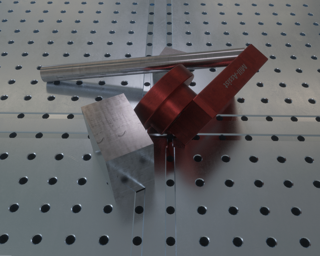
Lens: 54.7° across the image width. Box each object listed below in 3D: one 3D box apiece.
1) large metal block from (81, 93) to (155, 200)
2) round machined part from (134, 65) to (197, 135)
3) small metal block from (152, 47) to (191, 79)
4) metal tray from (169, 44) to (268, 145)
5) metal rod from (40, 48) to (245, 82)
[{"bbox_3d":[-0.046,0.022,0.353,0.050,0.080,0.080,-21,53,-16],"label":"large metal block"},{"bbox_3d":[0.010,-0.029,0.390,0.042,0.098,0.098,43,60,4],"label":"round machined part"},{"bbox_3d":[0.021,-0.099,0.491,0.050,0.025,0.050,19,53,15],"label":"small metal block"},{"bbox_3d":[0.075,-0.043,0.398,0.030,0.090,0.131,44,60,4],"label":"metal tray"},{"bbox_3d":[-0.029,-0.092,0.459,0.302,0.025,0.025,-4,50,6],"label":"metal rod"}]
